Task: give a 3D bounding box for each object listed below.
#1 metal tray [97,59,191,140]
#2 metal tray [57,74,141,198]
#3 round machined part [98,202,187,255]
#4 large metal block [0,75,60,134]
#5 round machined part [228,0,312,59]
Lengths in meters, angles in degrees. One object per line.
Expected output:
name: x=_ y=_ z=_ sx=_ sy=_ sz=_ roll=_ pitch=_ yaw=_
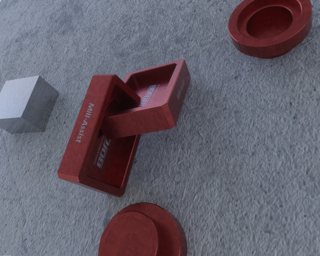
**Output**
metal tray: x=-0.016 y=-0.040 z=0.396 sx=0.090 sy=0.030 sz=0.130 roll=-10 pitch=31 yaw=21
metal tray: x=-0.063 y=0.011 z=0.379 sx=0.030 sy=0.090 sz=0.130 roll=5 pitch=70 yaw=30
round machined part: x=-0.025 y=0.127 z=0.327 sx=0.098 sy=0.042 sz=0.098 roll=-13 pitch=56 yaw=20
large metal block: x=-0.232 y=-0.038 z=0.530 sx=0.080 sy=0.050 sz=0.080 roll=-3 pitch=60 yaw=26
round machined part: x=0.141 y=-0.128 z=0.397 sx=0.098 sy=0.042 sz=0.098 roll=-13 pitch=56 yaw=20
